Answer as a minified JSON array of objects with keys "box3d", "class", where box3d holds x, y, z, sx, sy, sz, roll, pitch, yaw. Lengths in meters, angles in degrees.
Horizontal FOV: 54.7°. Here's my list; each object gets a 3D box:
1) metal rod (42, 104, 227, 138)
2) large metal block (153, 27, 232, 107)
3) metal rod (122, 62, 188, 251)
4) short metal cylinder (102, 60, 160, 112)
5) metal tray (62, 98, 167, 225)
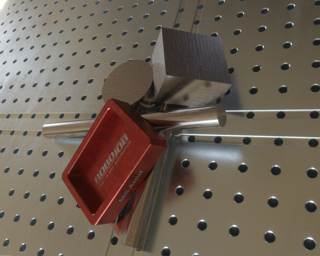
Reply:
[{"box3d":[-0.057,-0.004,0.420,0.300,0.025,0.025,-4,60,34],"class":"metal rod"},{"box3d":[0.037,-0.075,0.394,0.081,0.050,0.080,6,56,-15],"class":"large metal block"},{"box3d":[0.005,0.001,0.405,0.025,0.025,0.300,1,62,29],"class":"metal rod"},{"box3d":[-0.035,-0.050,0.440,0.080,0.050,0.080,-13,56,21],"class":"short metal cylinder"},{"box3d":[-0.061,0.041,0.379,0.090,0.030,0.129,44,108,33],"class":"metal tray"}]
